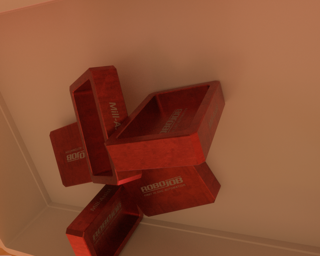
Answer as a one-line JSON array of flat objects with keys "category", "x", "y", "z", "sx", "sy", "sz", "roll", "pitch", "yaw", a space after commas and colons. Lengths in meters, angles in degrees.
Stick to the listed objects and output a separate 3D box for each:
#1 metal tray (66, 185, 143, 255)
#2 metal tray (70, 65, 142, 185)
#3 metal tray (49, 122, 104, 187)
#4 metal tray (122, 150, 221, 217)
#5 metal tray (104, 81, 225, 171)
[{"category": "metal tray", "x": -0.076, "y": 0.143, "z": 0.467, "sx": 0.030, "sy": 0.131, "sz": 0.089, "roll": 1, "pitch": 119, "yaw": 27}, {"category": "metal tray", "x": -0.069, "y": 0.001, "z": 0.371, "sx": 0.090, "sy": 0.030, "sz": 0.129, "roll": -14, "pitch": 89, "yaw": 59}, {"category": "metal tray", "x": -0.102, "y": 0.033, "z": 0.457, "sx": 0.130, "sy": 0.030, "sz": 0.090, "roll": -17, "pitch": 88, "yaw": 34}, {"category": "metal tray", "x": 0.009, "y": 0.075, "z": 0.446, "sx": 0.130, "sy": 0.030, "sz": 0.090, "roll": -24, "pitch": 106, "yaw": 36}, {"category": "metal tray", "x": 0.012, "y": -0.007, "z": 0.323, "sx": 0.090, "sy": 0.130, "sz": 0.030, "roll": -8, "pitch": 115, "yaw": 24}]
